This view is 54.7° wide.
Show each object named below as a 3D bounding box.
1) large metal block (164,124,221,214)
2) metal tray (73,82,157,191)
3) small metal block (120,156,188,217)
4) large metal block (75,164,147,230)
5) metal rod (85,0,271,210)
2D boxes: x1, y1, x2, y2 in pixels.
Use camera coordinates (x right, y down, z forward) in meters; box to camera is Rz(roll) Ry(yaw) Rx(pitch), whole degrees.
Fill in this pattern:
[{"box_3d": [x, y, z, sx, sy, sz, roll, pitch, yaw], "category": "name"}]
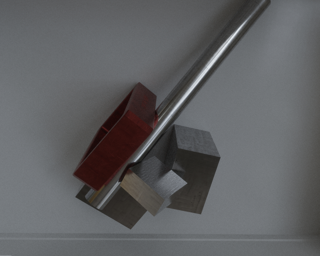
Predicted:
[{"box_3d": [0.035, 0.050, 0.401, 0.050, 0.080, 0.079, 13, 110, -5], "category": "large metal block"}, {"box_3d": [-0.045, 0.003, 0.354, 0.030, 0.130, 0.090, 39, 106, -12], "category": "metal tray"}, {"box_3d": [-0.006, 0.062, 0.340, 0.050, 0.050, 0.025, 38, 117, 19], "category": "small metal block"}, {"box_3d": [-0.054, 0.072, 0.408, 0.080, 0.080, 0.050, 35, 106, -12], "category": "large metal block"}, {"box_3d": [0.022, -0.033, 0.350, 0.025, 0.025, 0.300, 40, 88, -14], "category": "metal rod"}]
